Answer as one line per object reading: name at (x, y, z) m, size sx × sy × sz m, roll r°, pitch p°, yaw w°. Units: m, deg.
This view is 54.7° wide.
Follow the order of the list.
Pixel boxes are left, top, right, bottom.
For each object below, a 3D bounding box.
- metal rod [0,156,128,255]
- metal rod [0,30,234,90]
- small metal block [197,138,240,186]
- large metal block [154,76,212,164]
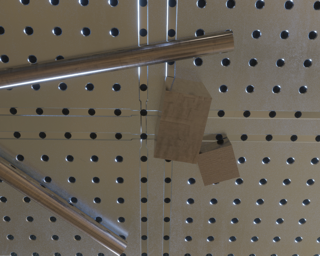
metal rod at (-0.172, 0.095, 0.446) m, size 0.301 × 0.025 × 0.025 m, roll 39°, pitch 105°, yaw -13°
metal rod at (-0.062, -0.082, 0.382) m, size 0.302 × 0.025 × 0.025 m, roll -9°, pitch 110°, yaw 3°
small metal block at (0.079, 0.047, 0.432) m, size 0.050 × 0.025 × 0.050 m, roll -16°, pitch 110°, yaw 6°
large metal block at (0.024, -0.013, 0.379) m, size 0.050 × 0.080 × 0.079 m, roll 9°, pitch 110°, yaw -4°
